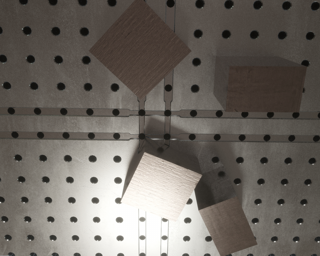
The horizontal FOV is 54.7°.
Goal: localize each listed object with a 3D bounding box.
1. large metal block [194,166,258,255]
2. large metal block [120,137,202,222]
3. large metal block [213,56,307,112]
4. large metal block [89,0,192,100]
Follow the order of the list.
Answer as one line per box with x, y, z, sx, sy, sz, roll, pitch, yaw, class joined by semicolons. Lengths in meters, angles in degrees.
0.086;0.112;0.427;0.050;0.080;0.080;-23;109;8;large metal block
0.001;0.070;0.426;0.080;0.050;0.079;23;108;-9;large metal block
0.112;-0.054;0.366;0.081;0.080;0.050;0;110;-1;large metal block
-0.022;-0.094;0.365;0.080;0.050;0.080;-43;105;14;large metal block
